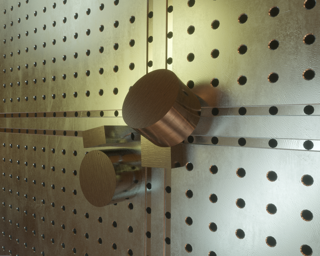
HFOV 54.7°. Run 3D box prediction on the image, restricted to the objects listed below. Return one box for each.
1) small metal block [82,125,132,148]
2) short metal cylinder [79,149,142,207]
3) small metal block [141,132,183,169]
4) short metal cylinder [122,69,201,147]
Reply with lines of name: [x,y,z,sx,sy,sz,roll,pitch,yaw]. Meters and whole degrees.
small metal block: [-0.078,0.013,0.458,0.050,0.050,0.025,-13,82,39]
short metal cylinder: [-0.073,0.071,0.453,0.080,0.050,0.079,0,90,40]
small metal block: [0.002,0.026,0.408,0.050,0.025,0.050,-2,89,40]
short metal cylinder: [0.002,-0.023,0.371,0.080,0.050,0.080,-20,51,28]
